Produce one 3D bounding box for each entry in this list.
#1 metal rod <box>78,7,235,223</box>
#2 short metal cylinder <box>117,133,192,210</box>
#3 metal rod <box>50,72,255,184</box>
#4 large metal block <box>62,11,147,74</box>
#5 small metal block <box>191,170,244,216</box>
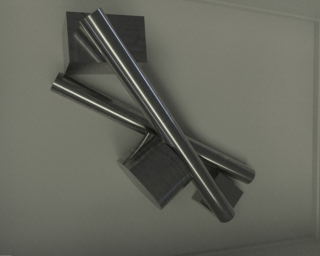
[{"bbox_3d":[0.012,0.005,0.352,0.025,0.025,0.299,-42,116,-15],"label":"metal rod"},{"bbox_3d":[-0.007,0.053,0.377,0.050,0.080,0.080,-42,104,-15],"label":"short metal cylinder"},{"bbox_3d":[0.004,0.008,0.412,0.301,0.025,0.025,26,81,-19],"label":"metal rod"},{"bbox_3d":[-0.067,-0.093,0.356,0.081,0.080,0.050,-4,92,-20],"label":"large metal block"},{"bbox_3d":[0.082,0.096,0.441,0.050,0.025,0.050,40,77,-16],"label":"small metal block"}]
